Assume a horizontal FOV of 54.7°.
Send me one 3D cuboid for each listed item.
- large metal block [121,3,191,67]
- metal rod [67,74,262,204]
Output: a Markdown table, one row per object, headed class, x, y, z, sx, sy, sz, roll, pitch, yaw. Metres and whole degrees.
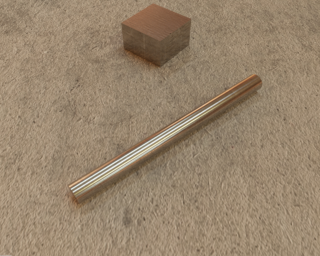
| class | x | y | z | sx | sy | sz | roll | pitch | yaw |
| --- | --- | --- | --- | --- | --- | --- | --- | --- | --- |
| large metal block | -0.005 | -0.157 | 0.519 | 0.080 | 0.050 | 0.080 | 32 | 57 | 24 |
| metal rod | 0.024 | 0.002 | 0.401 | 0.302 | 0.025 | 0.025 | -31 | 57 | -24 |
